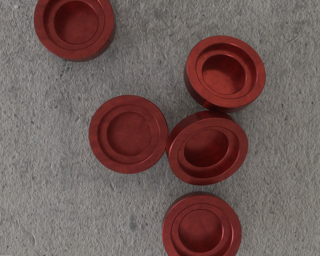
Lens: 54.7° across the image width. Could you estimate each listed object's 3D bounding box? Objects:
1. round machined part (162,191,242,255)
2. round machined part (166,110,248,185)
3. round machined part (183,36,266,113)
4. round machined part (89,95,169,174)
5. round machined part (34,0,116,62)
[{"bbox_3d":[0.052,0.131,0.402,0.099,0.042,0.097,0,90,0],"label":"round machined part"},{"bbox_3d":[0.056,0.021,0.388,0.099,0.042,0.097,-5,120,-8],"label":"round machined part"},{"bbox_3d":[0.078,-0.064,0.392,0.099,0.042,0.098,2,72,-7],"label":"round machined part"},{"bbox_3d":[-0.038,0.008,0.401,0.099,0.042,0.097,0,90,0],"label":"round machined part"},{"bbox_3d":[-0.106,-0.133,0.400,0.099,0.042,0.097,0,90,0],"label":"round machined part"}]
